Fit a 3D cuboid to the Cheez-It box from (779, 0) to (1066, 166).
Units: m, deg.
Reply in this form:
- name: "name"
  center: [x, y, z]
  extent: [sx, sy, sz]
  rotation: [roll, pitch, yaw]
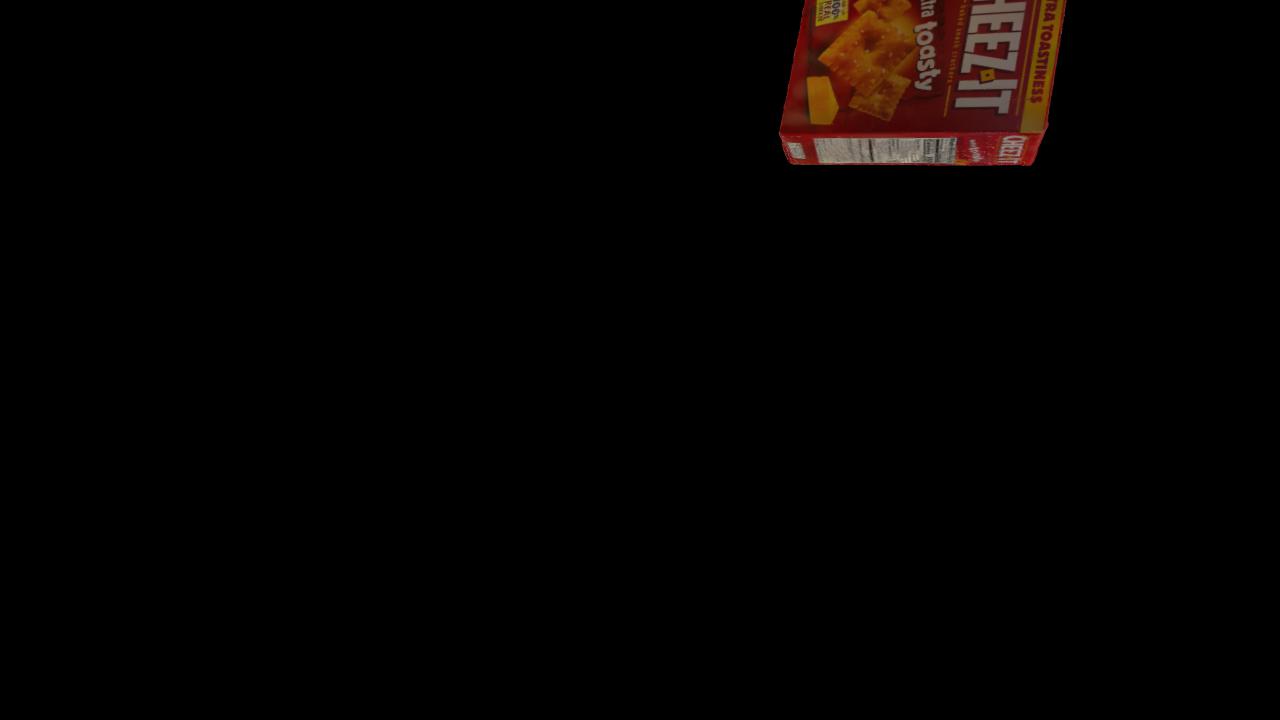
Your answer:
- name: "Cheez-It box"
  center: [0.257, -0.271, 0.574]
  extent: [0.223, 0.166, 0.071]
  rotation: [10, -5, 25]
